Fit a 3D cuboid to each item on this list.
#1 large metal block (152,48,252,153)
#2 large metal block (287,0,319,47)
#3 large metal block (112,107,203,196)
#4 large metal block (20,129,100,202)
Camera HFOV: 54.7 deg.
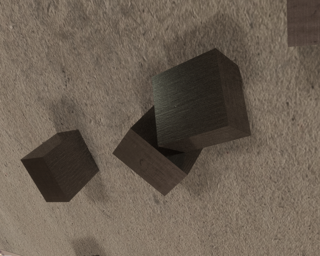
[{"bbox_3d":[0.041,-0.024,0.327,0.080,0.050,0.080,-19,68,35],"label":"large metal block"},{"bbox_3d":[0.143,-0.100,0.234,0.080,0.080,0.050,2,119,27],"label":"large metal block"},{"bbox_3d":[0.003,0.021,0.382,0.080,0.080,0.050,39,129,1],"label":"large metal block"},{"bbox_3d":[-0.153,0.059,0.486,0.050,0.080,0.080,-9,114,32],"label":"large metal block"}]
